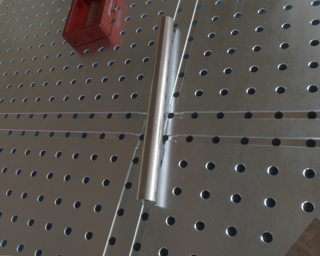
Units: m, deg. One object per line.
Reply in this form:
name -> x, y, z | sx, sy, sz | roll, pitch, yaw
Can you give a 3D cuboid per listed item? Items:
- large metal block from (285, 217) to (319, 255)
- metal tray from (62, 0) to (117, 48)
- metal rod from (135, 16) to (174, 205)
large metal block -> 0.137, 0.120, 0.227 | 0.050, 0.080, 0.080 | -49, 52, -6
metal tray -> -0.137, -0.227, 0.613 | 0.090, 0.030, 0.130 | -10, 57, 22
metal rod -> -0.003, -0.043, 0.434 | 0.025, 0.025, 0.299 | -8, 58, 24
